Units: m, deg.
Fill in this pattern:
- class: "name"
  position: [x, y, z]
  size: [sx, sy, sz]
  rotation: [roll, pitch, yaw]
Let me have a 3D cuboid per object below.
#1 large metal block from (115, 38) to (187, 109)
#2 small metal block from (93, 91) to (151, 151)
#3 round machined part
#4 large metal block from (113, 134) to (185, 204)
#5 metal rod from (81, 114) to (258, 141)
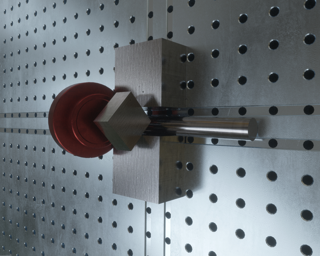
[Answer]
- class: "large metal block"
  position: [-0.013, -0.066, 0.404]
  size: [0.080, 0.050, 0.079]
  rotation: [1, 91, 40]
- class: "small metal block"
  position: [-0.044, -0.008, 0.372]
  size: [0.025, 0.050, 0.050]
  rotation: [1, 47, 40]
- class: "round machined part"
  position: [-0.087, -0.010, 0.396]
  size: [0.042, 0.099, 0.097]
  rotation: [7, 95, 54]
- class: "large metal block"
  position: [-0.016, 0.048, 0.406]
  size: [0.080, 0.050, 0.079]
  rotation: [2, 91, 40]
- class: "metal rod"
  position: [-0.017, -0.004, 0.423]
  size: [0.300, 0.025, 0.025]
  rotation: [3, 92, 40]
